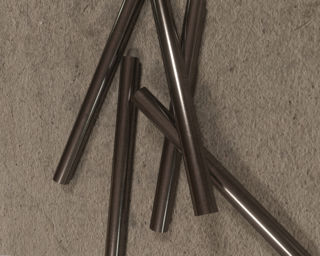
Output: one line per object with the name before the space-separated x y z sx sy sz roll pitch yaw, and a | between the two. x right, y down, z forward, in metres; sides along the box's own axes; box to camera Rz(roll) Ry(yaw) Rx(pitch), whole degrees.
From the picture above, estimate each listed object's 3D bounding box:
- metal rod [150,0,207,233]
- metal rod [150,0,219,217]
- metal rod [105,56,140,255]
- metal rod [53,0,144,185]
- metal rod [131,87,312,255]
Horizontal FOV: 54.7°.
metal rod | 0.023 -0.014 0.400 0.025 0.025 0.298 10 93 19
metal rod | 0.022 -0.050 0.366 0.025 0.025 0.299 -17 72 19
metal rod | -0.053 0.053 0.426 0.025 0.025 0.298 6 92 19
metal rod | -0.087 -0.057 0.438 0.025 0.025 0.298 26 98 18
metal rod | 0.077 0.065 0.364 0.300 0.025 0.025 46 104 7
